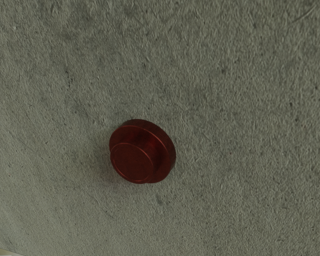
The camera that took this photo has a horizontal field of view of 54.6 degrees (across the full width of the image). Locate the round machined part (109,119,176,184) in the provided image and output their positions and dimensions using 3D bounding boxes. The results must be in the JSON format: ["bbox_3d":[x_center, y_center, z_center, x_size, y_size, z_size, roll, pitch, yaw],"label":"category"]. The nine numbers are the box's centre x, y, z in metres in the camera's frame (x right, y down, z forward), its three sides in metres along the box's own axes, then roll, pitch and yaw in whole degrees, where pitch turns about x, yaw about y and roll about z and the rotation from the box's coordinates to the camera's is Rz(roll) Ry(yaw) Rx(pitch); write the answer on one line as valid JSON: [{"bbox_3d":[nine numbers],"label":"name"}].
[{"bbox_3d":[-0.030,0.040,0.437,0.098,0.042,0.097,13,124,21],"label":"round machined part"}]
